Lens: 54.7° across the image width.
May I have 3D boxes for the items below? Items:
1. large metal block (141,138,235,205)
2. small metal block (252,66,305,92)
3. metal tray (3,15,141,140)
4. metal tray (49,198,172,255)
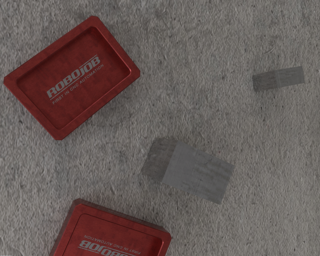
[{"bbox_3d":[0.032,0.052,0.392,0.080,0.080,0.050,25,82,-19],"label":"large metal block"},{"bbox_3d":[0.175,-0.073,0.461,0.050,0.050,0.025,-12,94,-20],"label":"small metal block"},{"bbox_3d":[-0.100,-0.059,0.369,0.130,0.030,0.090,-42,104,-15],"label":"metal tray"},{"bbox_3d":[-0.061,0.152,0.384,0.131,0.030,0.090,25,82,-19],"label":"metal tray"}]
